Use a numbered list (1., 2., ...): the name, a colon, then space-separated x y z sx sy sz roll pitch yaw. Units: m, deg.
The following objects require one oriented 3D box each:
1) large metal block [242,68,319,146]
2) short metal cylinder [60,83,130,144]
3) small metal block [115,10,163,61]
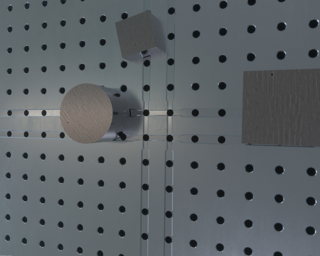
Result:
1. large metal block: 0.137 -0.022 0.351 0.080 0.050 0.079 1 91 20
2. short metal cylinder: -0.090 -0.019 0.431 0.080 0.050 0.079 0 90 20
3. small metal block: -0.029 -0.124 0.423 0.050 0.025 0.050 -13 86 19
